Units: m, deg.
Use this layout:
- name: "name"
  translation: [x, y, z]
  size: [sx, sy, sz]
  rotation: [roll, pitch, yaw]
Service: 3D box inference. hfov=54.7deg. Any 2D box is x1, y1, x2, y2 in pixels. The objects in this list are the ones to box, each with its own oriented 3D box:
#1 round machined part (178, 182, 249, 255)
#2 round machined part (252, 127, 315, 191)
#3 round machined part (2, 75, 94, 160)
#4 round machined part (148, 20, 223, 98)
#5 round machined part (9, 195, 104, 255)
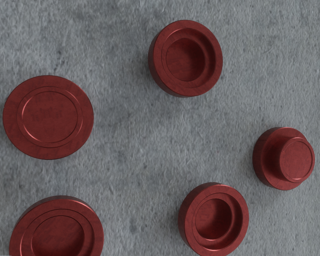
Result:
- name: "round machined part"
  translation: [0.069, 0.123, 0.427]
  size: [0.099, 0.042, 0.097]
  rotation: [0, 90, -21]
- name: "round machined part"
  translation: [0.195, 0.047, 0.474]
  size: [0.099, 0.042, 0.097]
  rotation: [0, 90, -21]
- name: "round machined part"
  translation: [-0.125, -0.012, 0.354]
  size: [0.099, 0.042, 0.097]
  rotation: [0, 90, -21]
- name: "round machined part"
  translation: [0.030, -0.089, 0.412]
  size: [0.099, 0.042, 0.097]
  rotation: [0, 90, -21]
- name: "round machined part"
  translation: [-0.118, 0.126, 0.357]
  size: [0.099, 0.042, 0.097]
  rotation: [0, 90, -21]
